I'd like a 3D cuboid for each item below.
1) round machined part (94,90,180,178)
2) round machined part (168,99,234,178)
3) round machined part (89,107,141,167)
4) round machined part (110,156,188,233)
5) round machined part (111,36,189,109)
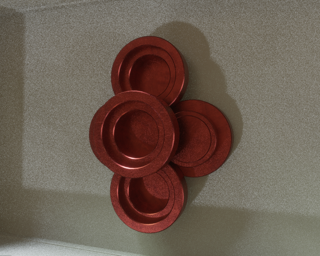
[{"bbox_3d":[-0.024,0.007,0.362,0.098,0.042,0.097,0,90,19],"label":"round machined part"},{"bbox_3d":[0.039,0.013,0.384,0.098,0.042,0.097,0,90,19],"label":"round machined part"},{"bbox_3d":[-0.054,0.009,0.418,0.098,0.042,0.097,0,90,19],"label":"round machined part"},{"bbox_3d":[-0.011,0.082,0.402,0.098,0.042,0.097,0,90,19],"label":"round machined part"},{"bbox_3d":[-0.010,-0.065,0.402,0.098,0.042,0.097,0,90,19],"label":"round machined part"}]
